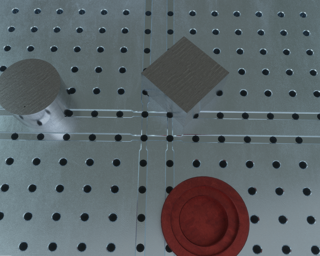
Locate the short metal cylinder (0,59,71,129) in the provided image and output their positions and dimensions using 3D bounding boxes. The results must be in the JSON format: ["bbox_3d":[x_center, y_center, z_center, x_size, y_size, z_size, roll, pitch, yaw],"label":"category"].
[{"bbox_3d":[-0.166,-0.045,0.414,0.081,0.050,0.080,0,70,0],"label":"short metal cylinder"}]

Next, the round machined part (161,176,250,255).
[{"bbox_3d":[0.050,0.109,0.363,0.099,0.042,0.098,0,70,0],"label":"round machined part"}]

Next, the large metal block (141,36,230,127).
[{"bbox_3d":[0.033,-0.063,0.421,0.080,0.050,0.080,43,75,14],"label":"large metal block"}]
